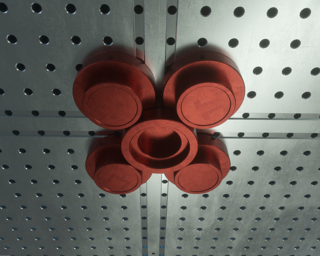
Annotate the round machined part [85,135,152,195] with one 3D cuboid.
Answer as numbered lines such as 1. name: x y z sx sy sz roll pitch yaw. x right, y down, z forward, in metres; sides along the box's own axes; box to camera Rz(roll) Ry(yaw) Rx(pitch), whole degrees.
1. round machined part: -0.059 0.060 0.451 0.099 0.042 0.097 -1 130 0

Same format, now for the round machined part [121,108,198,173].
1. round machined part: -0.001 0.013 0.409 0.099 0.042 0.097 -1 130 0

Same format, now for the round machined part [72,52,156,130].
1. round machined part: -0.054 -0.036 0.368 0.099 0.042 0.097 -1 130 0

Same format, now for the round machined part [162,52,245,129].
1. round machined part: 0.052 -0.037 0.369 0.099 0.042 0.097 -1 130 0

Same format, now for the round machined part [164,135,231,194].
1. round machined part: 0.054 0.059 0.451 0.099 0.042 0.097 -1 130 0
